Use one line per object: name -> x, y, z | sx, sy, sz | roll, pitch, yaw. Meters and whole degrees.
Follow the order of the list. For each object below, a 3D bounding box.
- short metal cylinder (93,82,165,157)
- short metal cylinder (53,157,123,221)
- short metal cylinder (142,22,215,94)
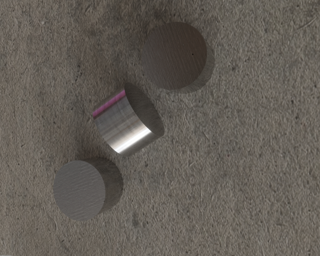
short metal cylinder -> -0.038, -0.011, 0.393 | 0.050, 0.080, 0.080 | -33, 79, 17
short metal cylinder -> -0.099, 0.082, 0.430 | 0.080, 0.050, 0.080 | 0, 90, 20
short metal cylinder -> 0.024, -0.085, 0.387 | 0.080, 0.050, 0.080 | 0, 90, 20
